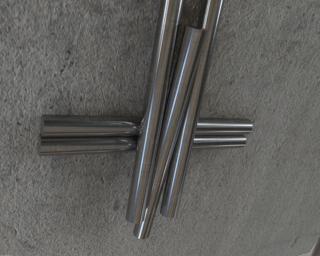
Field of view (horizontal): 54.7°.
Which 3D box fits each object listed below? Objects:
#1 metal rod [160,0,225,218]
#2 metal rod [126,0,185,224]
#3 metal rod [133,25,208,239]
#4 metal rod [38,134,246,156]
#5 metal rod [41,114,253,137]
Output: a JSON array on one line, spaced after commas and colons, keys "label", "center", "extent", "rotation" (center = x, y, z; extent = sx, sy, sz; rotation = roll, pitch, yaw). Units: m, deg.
[{"label": "metal rod", "center": [0.038, -0.020, 0.390], "extent": [0.025, 0.025, 0.298], "rotation": [0, 110, -29]}, {"label": "metal rod", "center": [-0.008, -0.020, 0.366], "extent": [0.025, 0.025, 0.298], "rotation": [0, 110, -29]}, {"label": "metal rod", "center": [0.006, 0.023, 0.394], "extent": [0.025, 0.025, 0.298], "rotation": [0, 118, -29]}, {"label": "metal rod", "center": [-0.003, 0.019, 0.421], "extent": [0.303, 0.025, 0.025], "rotation": [0, 119, -29]}, {"label": "metal rod", "center": [0.004, -0.002, 0.411], "extent": [0.303, 0.025, 0.025], "rotation": [0, 119, -29]}]
